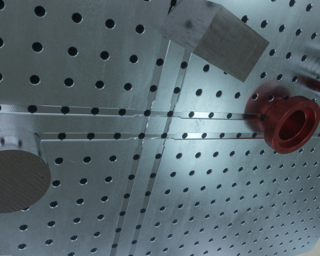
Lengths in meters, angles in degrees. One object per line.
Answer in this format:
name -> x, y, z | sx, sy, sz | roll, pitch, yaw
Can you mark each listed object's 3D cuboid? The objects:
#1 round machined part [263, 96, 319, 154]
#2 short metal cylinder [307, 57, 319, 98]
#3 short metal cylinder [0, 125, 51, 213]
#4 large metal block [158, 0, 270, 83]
round machined part -> 0.210, -0.009, 0.509 | 0.099, 0.042, 0.097 | -14, 124, -21
short metal cylinder -> 0.290, -0.081, 0.503 | 0.081, 0.050, 0.079 | -14, 124, -21
short metal cylinder -> -0.163, 0.044, 0.333 | 0.081, 0.050, 0.079 | -14, 124, -21
large metal block -> 0.058, -0.101, 0.345 | 0.080, 0.080, 0.050 | 20, 108, -36
